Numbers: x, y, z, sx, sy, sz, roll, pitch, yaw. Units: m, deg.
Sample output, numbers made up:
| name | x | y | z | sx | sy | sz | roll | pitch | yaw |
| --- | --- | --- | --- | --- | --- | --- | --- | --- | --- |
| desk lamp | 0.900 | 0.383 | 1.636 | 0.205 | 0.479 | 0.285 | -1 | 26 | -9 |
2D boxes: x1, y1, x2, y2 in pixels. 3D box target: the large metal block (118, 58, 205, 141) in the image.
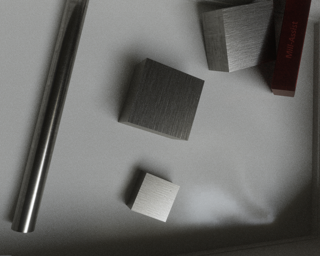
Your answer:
| name | x | y | z | sx | sy | sz | roll | pitch | yaw |
| --- | --- | --- | --- | --- | --- | --- | --- | --- | --- |
| large metal block | 0.001 | -0.034 | 0.399 | 0.081 | 0.050 | 0.080 | 18 | 84 | -20 |

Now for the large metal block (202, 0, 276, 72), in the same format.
| name | x | y | z | sx | sy | sz | roll | pitch | yaw |
| --- | --- | --- | --- | --- | --- | --- | --- | --- | --- |
| large metal block | 0.111 | -0.127 | 0.431 | 0.081 | 0.050 | 0.079 | -17 | 109 | -19 |

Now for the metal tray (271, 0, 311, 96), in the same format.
| name | x | y | z | sx | sy | sz | roll | pitch | yaw |
| --- | --- | --- | --- | --- | --- | --- | --- | --- | --- |
| metal tray | 0.187 | -0.114 | 0.441 | 0.030 | 0.090 | 0.129 | 10 | 93 | 22 |

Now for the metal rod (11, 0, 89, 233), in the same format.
| name | x | y | z | sx | sy | sz | roll | pitch | yaw |
| --- | --- | --- | --- | --- | --- | --- | --- | --- | --- |
| metal rod | -0.125 | -0.030 | 0.364 | 0.025 | 0.025 | 0.298 | 14 | 85 | -20 |

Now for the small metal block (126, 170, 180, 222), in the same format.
| name | x | y | z | sx | sy | sz | roll | pitch | yaw |
| --- | --- | --- | --- | --- | --- | --- | --- | --- | --- |
| small metal block | -0.009 | 0.089 | 0.408 | 0.050 | 0.025 | 0.050 | 25 | 81 | -19 |
